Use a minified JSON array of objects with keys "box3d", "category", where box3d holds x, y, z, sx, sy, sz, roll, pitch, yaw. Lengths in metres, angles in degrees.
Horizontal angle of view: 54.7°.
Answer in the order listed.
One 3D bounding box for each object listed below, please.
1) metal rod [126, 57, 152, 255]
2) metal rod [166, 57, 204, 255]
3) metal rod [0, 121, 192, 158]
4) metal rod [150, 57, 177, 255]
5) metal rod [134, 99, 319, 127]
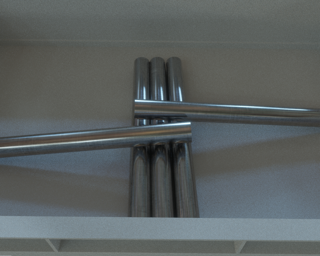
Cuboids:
[{"box3d":[-0.024,0.013,0.392,0.025,0.025,0.300,-1,50,-1],"category":"metal rod"},{"box3d":[0.026,0.012,0.394,0.025,0.025,0.300,-1,50,-1],"category":"metal rod"},{"box3d":[-0.114,0.017,0.367,0.302,0.025,0.025,-5,50,3],"category":"metal rod"},{"box3d":[0.000,0.012,0.393,0.025,0.025,0.300,-1,50,-1],"category":"metal rod"},{"box3d":[0.119,-0.017,0.397,0.302,0.025,0.025,2,50,-7],"category":"metal rod"}]
